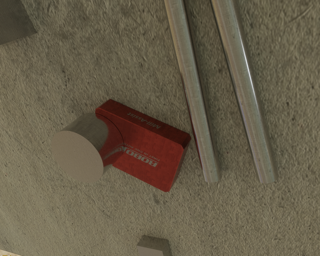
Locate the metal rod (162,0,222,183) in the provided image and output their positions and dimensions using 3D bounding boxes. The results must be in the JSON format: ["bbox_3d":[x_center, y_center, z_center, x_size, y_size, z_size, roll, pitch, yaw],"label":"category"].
[{"bbox_3d":[0.033,-0.066,0.347,0.025,0.025,0.298,-1,118,28],"label":"metal rod"}]

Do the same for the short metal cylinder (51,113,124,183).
[{"bbox_3d":[-0.096,0.026,0.416,0.080,0.050,0.079,13,124,20],"label":"short metal cylinder"}]

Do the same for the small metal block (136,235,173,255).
[{"bbox_3d":[-0.008,0.220,0.545,0.050,0.025,0.050,0,119,27],"label":"small metal block"}]

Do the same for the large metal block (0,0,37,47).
[{"bbox_3d":[-0.222,-0.144,0.397,0.050,0.080,0.080,-9,114,32],"label":"large metal block"}]

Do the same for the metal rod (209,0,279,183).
[{"bbox_3d":[0.081,-0.071,0.319,0.025,0.025,0.298,-7,115,31],"label":"metal rod"}]

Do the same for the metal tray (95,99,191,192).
[{"bbox_3d":[-0.031,0.025,0.434,0.130,0.030,0.089,24,127,12],"label":"metal tray"}]
